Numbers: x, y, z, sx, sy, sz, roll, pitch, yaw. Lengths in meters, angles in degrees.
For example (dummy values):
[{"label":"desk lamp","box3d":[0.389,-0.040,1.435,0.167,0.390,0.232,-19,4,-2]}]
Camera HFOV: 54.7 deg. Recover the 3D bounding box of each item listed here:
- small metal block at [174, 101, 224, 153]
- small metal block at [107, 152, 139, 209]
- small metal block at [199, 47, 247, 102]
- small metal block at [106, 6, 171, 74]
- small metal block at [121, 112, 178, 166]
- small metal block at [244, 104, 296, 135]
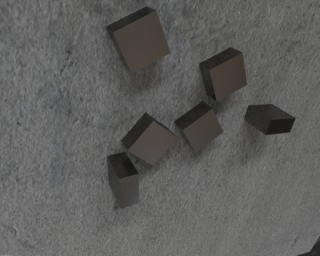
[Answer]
[{"label":"small metal block","box3d":[0.056,-0.001,0.438,0.050,0.025,0.050,-36,130,-5]},{"label":"small metal block","box3d":[-0.049,0.068,0.407,0.025,0.050,0.050,-12,124,-22]},{"label":"small metal block","box3d":[0.085,-0.071,0.411,0.050,0.025,0.050,-29,129,-10]},{"label":"small metal block","box3d":[-0.023,-0.096,0.337,0.050,0.025,0.050,-30,129,-9]},{"label":"small metal block","box3d":[-0.014,0.015,0.410,0.050,0.025,0.050,-49,129,6]},{"label":"small metal block","box3d":[0.168,-0.014,0.477,0.050,0.050,0.025,-5,121,-27]}]
